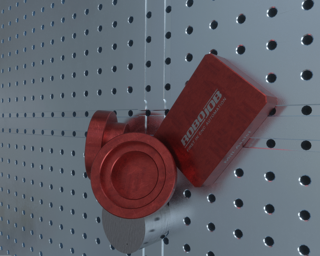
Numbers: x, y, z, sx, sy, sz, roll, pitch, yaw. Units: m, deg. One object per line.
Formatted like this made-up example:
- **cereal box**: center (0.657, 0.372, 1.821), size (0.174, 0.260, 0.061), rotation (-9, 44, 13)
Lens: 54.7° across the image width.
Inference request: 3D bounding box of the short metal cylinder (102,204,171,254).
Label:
- **short metal cylinder**: center (-0.033, 0.121, 0.418), size (0.080, 0.050, 0.079), rotation (0, 90, 39)

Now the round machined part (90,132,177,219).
- **round machined part**: center (-0.028, 0.057, 0.368), size (0.098, 0.042, 0.098), rotation (-2, 75, 8)

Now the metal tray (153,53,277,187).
- **metal tray**: center (0.057, -0.007, 0.358), size (0.090, 0.030, 0.129), rotation (47, 118, 29)

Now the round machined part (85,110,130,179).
- **round machined part**: center (-0.068, 0.025, 0.428), size (0.042, 0.098, 0.097), rotation (5, 94, 4)
